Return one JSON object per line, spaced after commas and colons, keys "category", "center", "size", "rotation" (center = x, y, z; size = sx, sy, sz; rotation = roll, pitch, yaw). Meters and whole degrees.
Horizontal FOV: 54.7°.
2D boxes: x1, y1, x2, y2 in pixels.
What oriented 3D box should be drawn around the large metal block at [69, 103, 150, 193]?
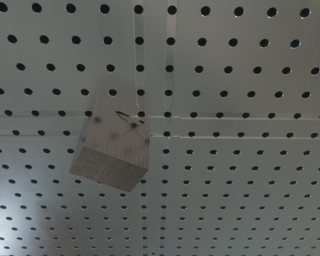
{"category": "large metal block", "center": [-0.061, 0.025, 0.396], "size": [0.080, 0.080, 0.050], "rotation": [23, 126, -19]}
